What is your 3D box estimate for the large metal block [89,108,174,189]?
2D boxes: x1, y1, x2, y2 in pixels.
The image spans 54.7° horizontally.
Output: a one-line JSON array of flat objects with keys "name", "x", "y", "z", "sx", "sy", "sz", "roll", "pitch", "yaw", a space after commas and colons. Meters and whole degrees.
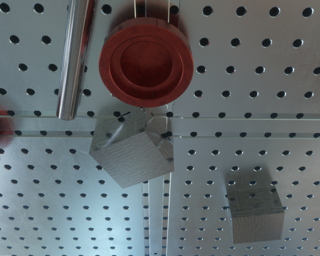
[{"name": "large metal block", "x": -0.035, "y": 0.029, "z": 0.419, "sx": 0.080, "sy": 0.050, "sz": 0.080, "roll": -22, "pitch": 127, "yaw": 17}]

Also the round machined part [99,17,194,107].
[{"name": "round machined part", "x": -0.014, "y": -0.073, "z": 0.338, "sx": 0.099, "sy": 0.042, "sz": 0.097, "roll": 0, "pitch": 130, "yaw": 0}]

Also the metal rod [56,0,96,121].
[{"name": "metal rod", "x": -0.075, "y": -0.126, "z": 0.303, "sx": 0.025, "sy": 0.025, "sz": 0.298, "roll": 13, "pitch": 129, "yaw": -11}]

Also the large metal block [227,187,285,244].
[{"name": "large metal block", "x": 0.159, "y": 0.149, "z": 0.524, "sx": 0.080, "sy": 0.050, "sz": 0.080, "roll": -8, "pitch": 130, "yaw": 6}]
